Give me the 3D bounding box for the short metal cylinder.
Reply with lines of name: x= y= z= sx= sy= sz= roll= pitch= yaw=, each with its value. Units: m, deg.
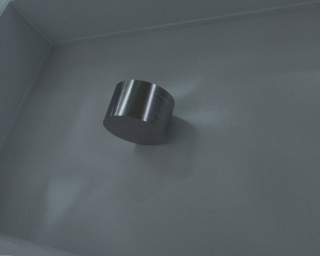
short metal cylinder: x=-0.026 y=-0.017 z=0.393 sx=0.080 sy=0.080 sz=0.050 roll=1 pitch=62 yaw=28
